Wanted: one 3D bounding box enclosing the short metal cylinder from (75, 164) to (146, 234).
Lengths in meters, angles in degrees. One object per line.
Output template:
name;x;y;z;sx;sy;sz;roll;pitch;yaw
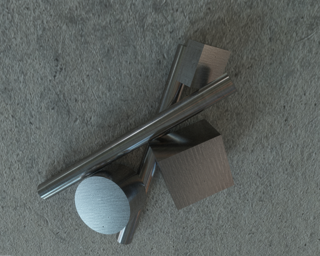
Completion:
short metal cylinder;-0.066;0.094;0.418;0.080;0.050;0.079;5;104;19

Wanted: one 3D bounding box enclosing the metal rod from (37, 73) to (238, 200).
metal rod;-0.041;0.019;0.399;0.300;0.025;0.025;-30;108;17

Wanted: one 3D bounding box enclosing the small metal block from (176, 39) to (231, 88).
small metal block;0.052;-0.075;0.371;0.050;0.025;0.050;-1;116;-43

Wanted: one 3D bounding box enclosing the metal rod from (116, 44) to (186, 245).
metal rod;-0.010;0.035;0.423;0.025;0.025;0.298;16;109;-6

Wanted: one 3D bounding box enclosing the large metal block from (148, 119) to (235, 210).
large metal block;0.041;0.046;0.399;0.080;0.050;0.080;-23;118;-5
